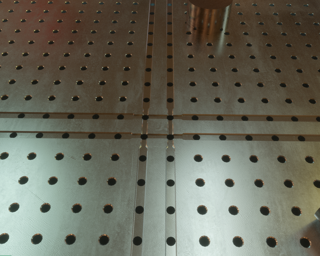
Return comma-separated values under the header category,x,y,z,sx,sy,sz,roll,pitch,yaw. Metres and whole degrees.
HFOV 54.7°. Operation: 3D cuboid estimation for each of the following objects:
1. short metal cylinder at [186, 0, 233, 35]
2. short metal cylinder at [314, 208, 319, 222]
category,x,y,z,sx,sy,sz,roll,pitch,yaw
short metal cylinder,0.090,-0.218,0.575,0.081,0.050,0.080,0,50,0
short metal cylinder,0.203,0.084,0.302,0.081,0.080,0.050,-20,53,-16
